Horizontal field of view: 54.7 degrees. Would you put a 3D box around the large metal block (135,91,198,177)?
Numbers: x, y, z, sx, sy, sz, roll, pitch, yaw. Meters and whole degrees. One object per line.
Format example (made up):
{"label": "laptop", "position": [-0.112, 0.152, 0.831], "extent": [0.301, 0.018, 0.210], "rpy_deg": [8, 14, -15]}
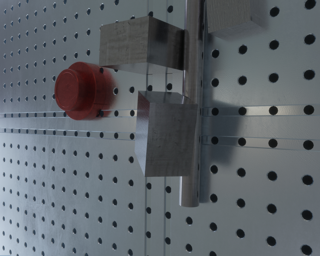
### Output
{"label": "large metal block", "position": [0.003, 0.003, 0.359], "extent": [0.080, 0.050, 0.079], "rpy_deg": [-129, 42, -70]}

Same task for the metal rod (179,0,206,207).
{"label": "metal rod", "position": [0.040, -0.055, 0.376], "extent": [0.025, 0.025, 0.298], "rpy_deg": [3, 92, 40]}

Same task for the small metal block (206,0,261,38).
{"label": "small metal block", "position": [0.080, -0.133, 0.343], "extent": [0.050, 0.025, 0.050], "rpy_deg": [-5, 87, 40]}

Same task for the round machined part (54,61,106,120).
{"label": "round machined part", "position": [-0.137, -0.061, 0.512], "extent": [0.098, 0.042, 0.097], "rpy_deg": [0, 90, 40]}

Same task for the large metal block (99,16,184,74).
{"label": "large metal block", "position": [-0.018, -0.099, 0.388], "extent": [0.080, 0.081, 0.050], "rpy_deg": [5, 94, 40]}
